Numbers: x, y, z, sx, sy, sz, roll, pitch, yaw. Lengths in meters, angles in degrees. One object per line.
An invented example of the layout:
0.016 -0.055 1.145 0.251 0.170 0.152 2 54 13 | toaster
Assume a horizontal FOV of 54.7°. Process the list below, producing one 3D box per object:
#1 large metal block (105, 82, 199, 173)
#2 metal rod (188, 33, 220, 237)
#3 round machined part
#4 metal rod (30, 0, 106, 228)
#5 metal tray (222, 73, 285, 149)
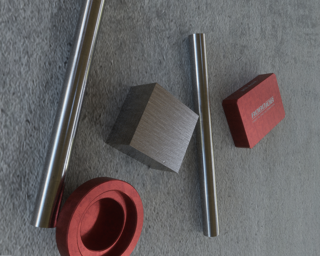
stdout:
-0.007 0.001 0.384 0.080 0.050 0.080 34 69 -35 | large metal block
0.066 0.013 0.462 0.025 0.025 0.298 -8 96 -40 | metal rod
-0.067 0.101 0.334 0.099 0.042 0.097 -4 95 -47 | round machined part
-0.090 -0.049 0.330 0.025 0.025 0.299 17 79 -39 | metal rod
0.169 -0.033 0.547 0.131 0.030 0.090 -33 111 -35 | metal tray
